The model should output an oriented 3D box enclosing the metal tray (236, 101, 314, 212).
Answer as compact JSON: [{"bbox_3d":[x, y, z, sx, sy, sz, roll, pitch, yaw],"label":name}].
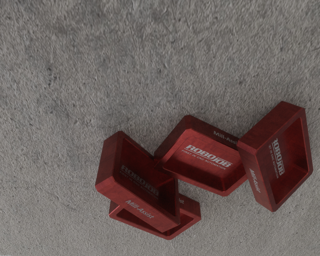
[{"bbox_3d":[0.156,0.041,0.408,0.090,0.030,0.130,-40,128,-15],"label":"metal tray"}]

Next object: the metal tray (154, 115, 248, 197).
[{"bbox_3d":[0.068,0.044,0.441,0.131,0.030,0.089,24,126,-20],"label":"metal tray"}]

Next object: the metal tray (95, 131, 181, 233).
[{"bbox_3d":[-0.025,0.074,0.427,0.030,0.090,0.130,-33,123,25],"label":"metal tray"}]

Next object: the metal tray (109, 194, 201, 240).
[{"bbox_3d":[-0.007,0.138,0.520,0.131,0.030,0.090,30,124,-23],"label":"metal tray"}]
